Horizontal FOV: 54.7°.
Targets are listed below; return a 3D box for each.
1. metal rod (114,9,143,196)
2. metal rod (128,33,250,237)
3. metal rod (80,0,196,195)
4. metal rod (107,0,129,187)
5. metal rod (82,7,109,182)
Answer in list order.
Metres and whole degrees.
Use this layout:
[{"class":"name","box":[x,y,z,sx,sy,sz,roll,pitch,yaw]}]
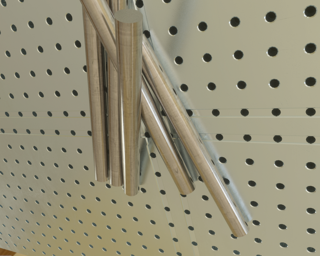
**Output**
[{"class":"metal rod","box":[-0.037,0.000,0.384,0.025,0.025,0.298,22,141,14]},{"class":"metal rod","box":[0.043,0.021,0.400,0.025,0.025,0.299,-19,109,35]},{"class":"metal rod","box":[-0.021,-0.034,0.379,0.025,0.025,0.299,-9,121,32]},{"class":"metal rod","box":[-0.057,-0.038,0.415,0.025,0.025,0.298,17,125,18]},{"class":"metal rod","box":[-0.085,-0.044,0.426,0.025,0.025,0.298,16,125,18]}]
